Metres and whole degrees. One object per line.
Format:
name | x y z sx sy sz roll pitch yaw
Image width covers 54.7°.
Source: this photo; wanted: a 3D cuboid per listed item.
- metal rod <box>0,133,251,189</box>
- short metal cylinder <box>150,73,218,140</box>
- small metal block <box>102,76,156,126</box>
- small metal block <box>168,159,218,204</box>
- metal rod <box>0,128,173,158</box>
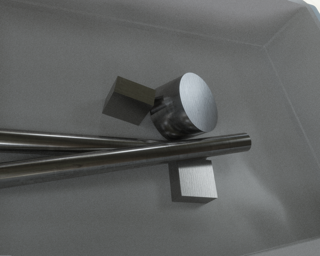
metal rod | -0.025 0.033 0.350 0.303 0.025 0.025 -6 65 -23
short metal cylinder | 0.032 -0.026 0.407 0.080 0.050 0.080 25 56 -42
small metal block | -0.040 -0.033 0.390 0.050 0.050 0.025 19 54 -17
small metal block | 0.041 0.066 0.389 0.050 0.025 0.050 9 58 -24
metal rod | -0.078 0.020 0.352 0.302 0.025 0.025 5 59 -26
